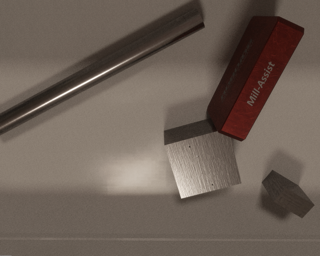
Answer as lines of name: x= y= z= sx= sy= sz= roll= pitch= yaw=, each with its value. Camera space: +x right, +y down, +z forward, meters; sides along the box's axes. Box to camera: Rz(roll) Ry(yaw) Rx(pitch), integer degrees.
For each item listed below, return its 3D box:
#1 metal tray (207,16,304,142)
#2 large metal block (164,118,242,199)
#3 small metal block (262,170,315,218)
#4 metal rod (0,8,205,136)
metal tray: x=0.101 y=-0.060 z=0.356 sx=0.030 sy=0.090 sz=0.129 roll=22 pitch=108 yaw=-8
large metal block: x=0.055 y=0.038 z=0.413 sx=0.080 sy=0.050 sz=0.080 roll=-15 pitch=110 yaw=5
small metal block: x=0.178 y=0.092 z=0.434 sx=0.050 sy=0.050 sz=0.025 roll=30 pitch=107 yaw=-11
metal rod: x=-0.086 y=-0.064 z=0.386 sx=0.301 sy=0.025 sz=0.025 roll=-26 pitch=108 yaw=8
